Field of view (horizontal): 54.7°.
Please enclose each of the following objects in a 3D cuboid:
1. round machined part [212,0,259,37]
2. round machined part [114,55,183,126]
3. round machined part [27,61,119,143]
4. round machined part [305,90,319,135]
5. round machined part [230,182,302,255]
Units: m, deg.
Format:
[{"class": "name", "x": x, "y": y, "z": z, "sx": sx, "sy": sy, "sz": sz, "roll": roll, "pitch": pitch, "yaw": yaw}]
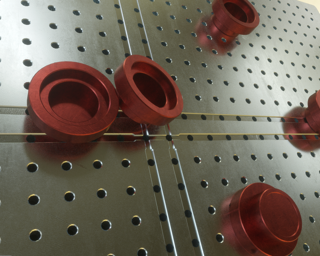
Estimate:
[{"class": "round machined part", "x": 0.144, "y": -0.221, "z": 0.612, "sx": 0.099, "sy": 0.042, "sz": 0.098, "roll": 14, "pitch": 56, "yaw": -21}, {"class": "round machined part", "x": -0.019, "y": -0.044, "z": 0.403, "sx": 0.098, "sy": 0.042, "sz": 0.098, "roll": 31, "pitch": 39, "yaw": -28}, {"class": "round machined part", "x": -0.101, "y": -0.026, "z": 0.359, "sx": 0.099, "sy": 0.042, "sz": 0.098, "roll": 13, "pitch": 56, "yaw": -21}, {"class": "round machined part", "x": 0.316, "y": -0.022, "z": 0.585, "sx": 0.099, "sy": 0.042, "sz": 0.098, "roll": 14, "pitch": 56, "yaw": -21}, {"class": "round machined part", "x": 0.144, "y": 0.118, "z": 0.406, "sx": 0.099, "sy": 0.042, "sz": 0.098, "roll": 14, "pitch": 56, "yaw": -21}]
